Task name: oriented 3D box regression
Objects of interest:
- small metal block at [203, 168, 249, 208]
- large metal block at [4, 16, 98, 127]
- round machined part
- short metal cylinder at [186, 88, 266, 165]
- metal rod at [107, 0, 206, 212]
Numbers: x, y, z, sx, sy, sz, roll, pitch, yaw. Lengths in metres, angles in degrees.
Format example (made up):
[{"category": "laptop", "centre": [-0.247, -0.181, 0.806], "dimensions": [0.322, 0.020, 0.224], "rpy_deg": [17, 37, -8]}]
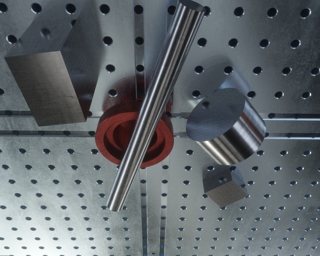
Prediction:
[{"category": "small metal block", "centre": [0.105, 0.097, 0.496], "dimensions": [0.050, 0.025, 0.050], "rpy_deg": [-32, 124, 23]}, {"category": "large metal block", "centre": [-0.106, -0.060, 0.323], "dimensions": [0.050, 0.080, 0.080], "rpy_deg": [-6, 130, 4]}, {"category": "round machined part", "centre": [-0.032, 0.004, 0.404], "dimensions": [0.099, 0.042, 0.097], "rpy_deg": [-1, 130, 0]}, {"category": "short metal cylinder", "centre": [0.079, -0.002, 0.375], "dimensions": [0.080, 0.080, 0.050], "rpy_deg": [-31, 124, 23]}, {"category": "metal rod", "centre": [-0.018, 0.002, 0.358], "dimensions": [0.025, 0.025, 0.298], "rpy_deg": [14, 129, -12]}]
